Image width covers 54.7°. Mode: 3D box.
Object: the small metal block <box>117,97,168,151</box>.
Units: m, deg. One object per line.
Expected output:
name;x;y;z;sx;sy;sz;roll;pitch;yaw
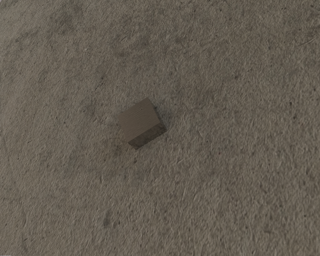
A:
small metal block;-0.024;-0.006;0.421;0.050;0.025;0.050;-32;52;7
